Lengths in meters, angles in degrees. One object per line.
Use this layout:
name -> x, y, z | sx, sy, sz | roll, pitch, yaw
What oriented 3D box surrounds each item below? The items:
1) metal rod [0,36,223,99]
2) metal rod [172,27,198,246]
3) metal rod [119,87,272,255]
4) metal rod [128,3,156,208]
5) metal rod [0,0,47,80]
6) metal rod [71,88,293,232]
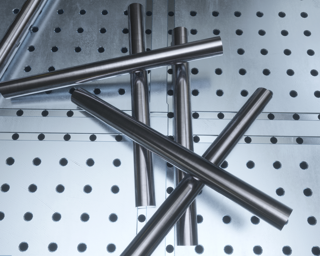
metal rod -> -0.068, -0.080, 0.418 | 0.301, 0.025, 0.025 | -11, 70, 5
metal rod -> 0.031, -0.003, 0.413 | 0.025, 0.025, 0.299 | 0, 70, 0
metal rod -> 0.049, 0.053, 0.368 | 0.025, 0.025, 0.301 | 38, 65, 13
metal rod -> -0.027, -0.044, 0.427 | 0.025, 0.025, 0.299 | -4, 70, -1
metal rod -> -0.227, -0.106, 0.449 | 0.025, 0.025, 0.300 | 18, 71, 6
metal rod -> 0.005, 0.023, 0.364 | 0.300, 0.025, 0.025 | 30, 72, 25
